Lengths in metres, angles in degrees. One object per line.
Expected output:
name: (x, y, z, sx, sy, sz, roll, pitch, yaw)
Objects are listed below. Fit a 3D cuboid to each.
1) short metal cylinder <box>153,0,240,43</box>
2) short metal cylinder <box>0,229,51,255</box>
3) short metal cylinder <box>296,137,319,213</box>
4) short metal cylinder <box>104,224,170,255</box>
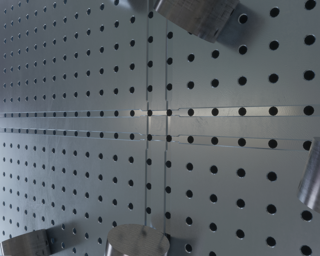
short metal cylinder: (0.040, -0.136, 0.341, 0.080, 0.081, 0.050, 45, 117, 30)
short metal cylinder: (-0.252, 0.228, 0.582, 0.080, 0.081, 0.050, -31, 71, 36)
short metal cylinder: (0.157, 0.042, 0.244, 0.080, 0.081, 0.050, 20, 103, 38)
short metal cylinder: (-0.032, 0.167, 0.400, 0.080, 0.081, 0.050, 18, 102, 38)
